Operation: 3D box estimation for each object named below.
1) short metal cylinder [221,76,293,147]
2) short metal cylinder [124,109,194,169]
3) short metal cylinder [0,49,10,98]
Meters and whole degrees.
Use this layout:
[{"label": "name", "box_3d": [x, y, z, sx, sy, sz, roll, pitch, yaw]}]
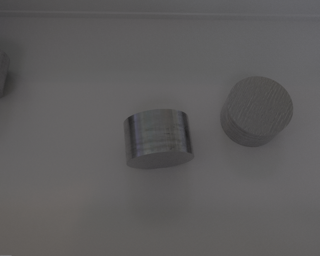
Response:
[{"label": "short metal cylinder", "box_3d": [0.124, -0.020, 0.404, 0.081, 0.050, 0.080, 0, 70, 0]}, {"label": "short metal cylinder", "box_3d": [-0.002, 0.016, 0.375, 0.081, 0.080, 0.050, -6, 70, -2]}, {"label": "short metal cylinder", "box_3d": [-0.246, -0.076, 0.406, 0.080, 0.080, 0.050, 2, 70, 0]}]
